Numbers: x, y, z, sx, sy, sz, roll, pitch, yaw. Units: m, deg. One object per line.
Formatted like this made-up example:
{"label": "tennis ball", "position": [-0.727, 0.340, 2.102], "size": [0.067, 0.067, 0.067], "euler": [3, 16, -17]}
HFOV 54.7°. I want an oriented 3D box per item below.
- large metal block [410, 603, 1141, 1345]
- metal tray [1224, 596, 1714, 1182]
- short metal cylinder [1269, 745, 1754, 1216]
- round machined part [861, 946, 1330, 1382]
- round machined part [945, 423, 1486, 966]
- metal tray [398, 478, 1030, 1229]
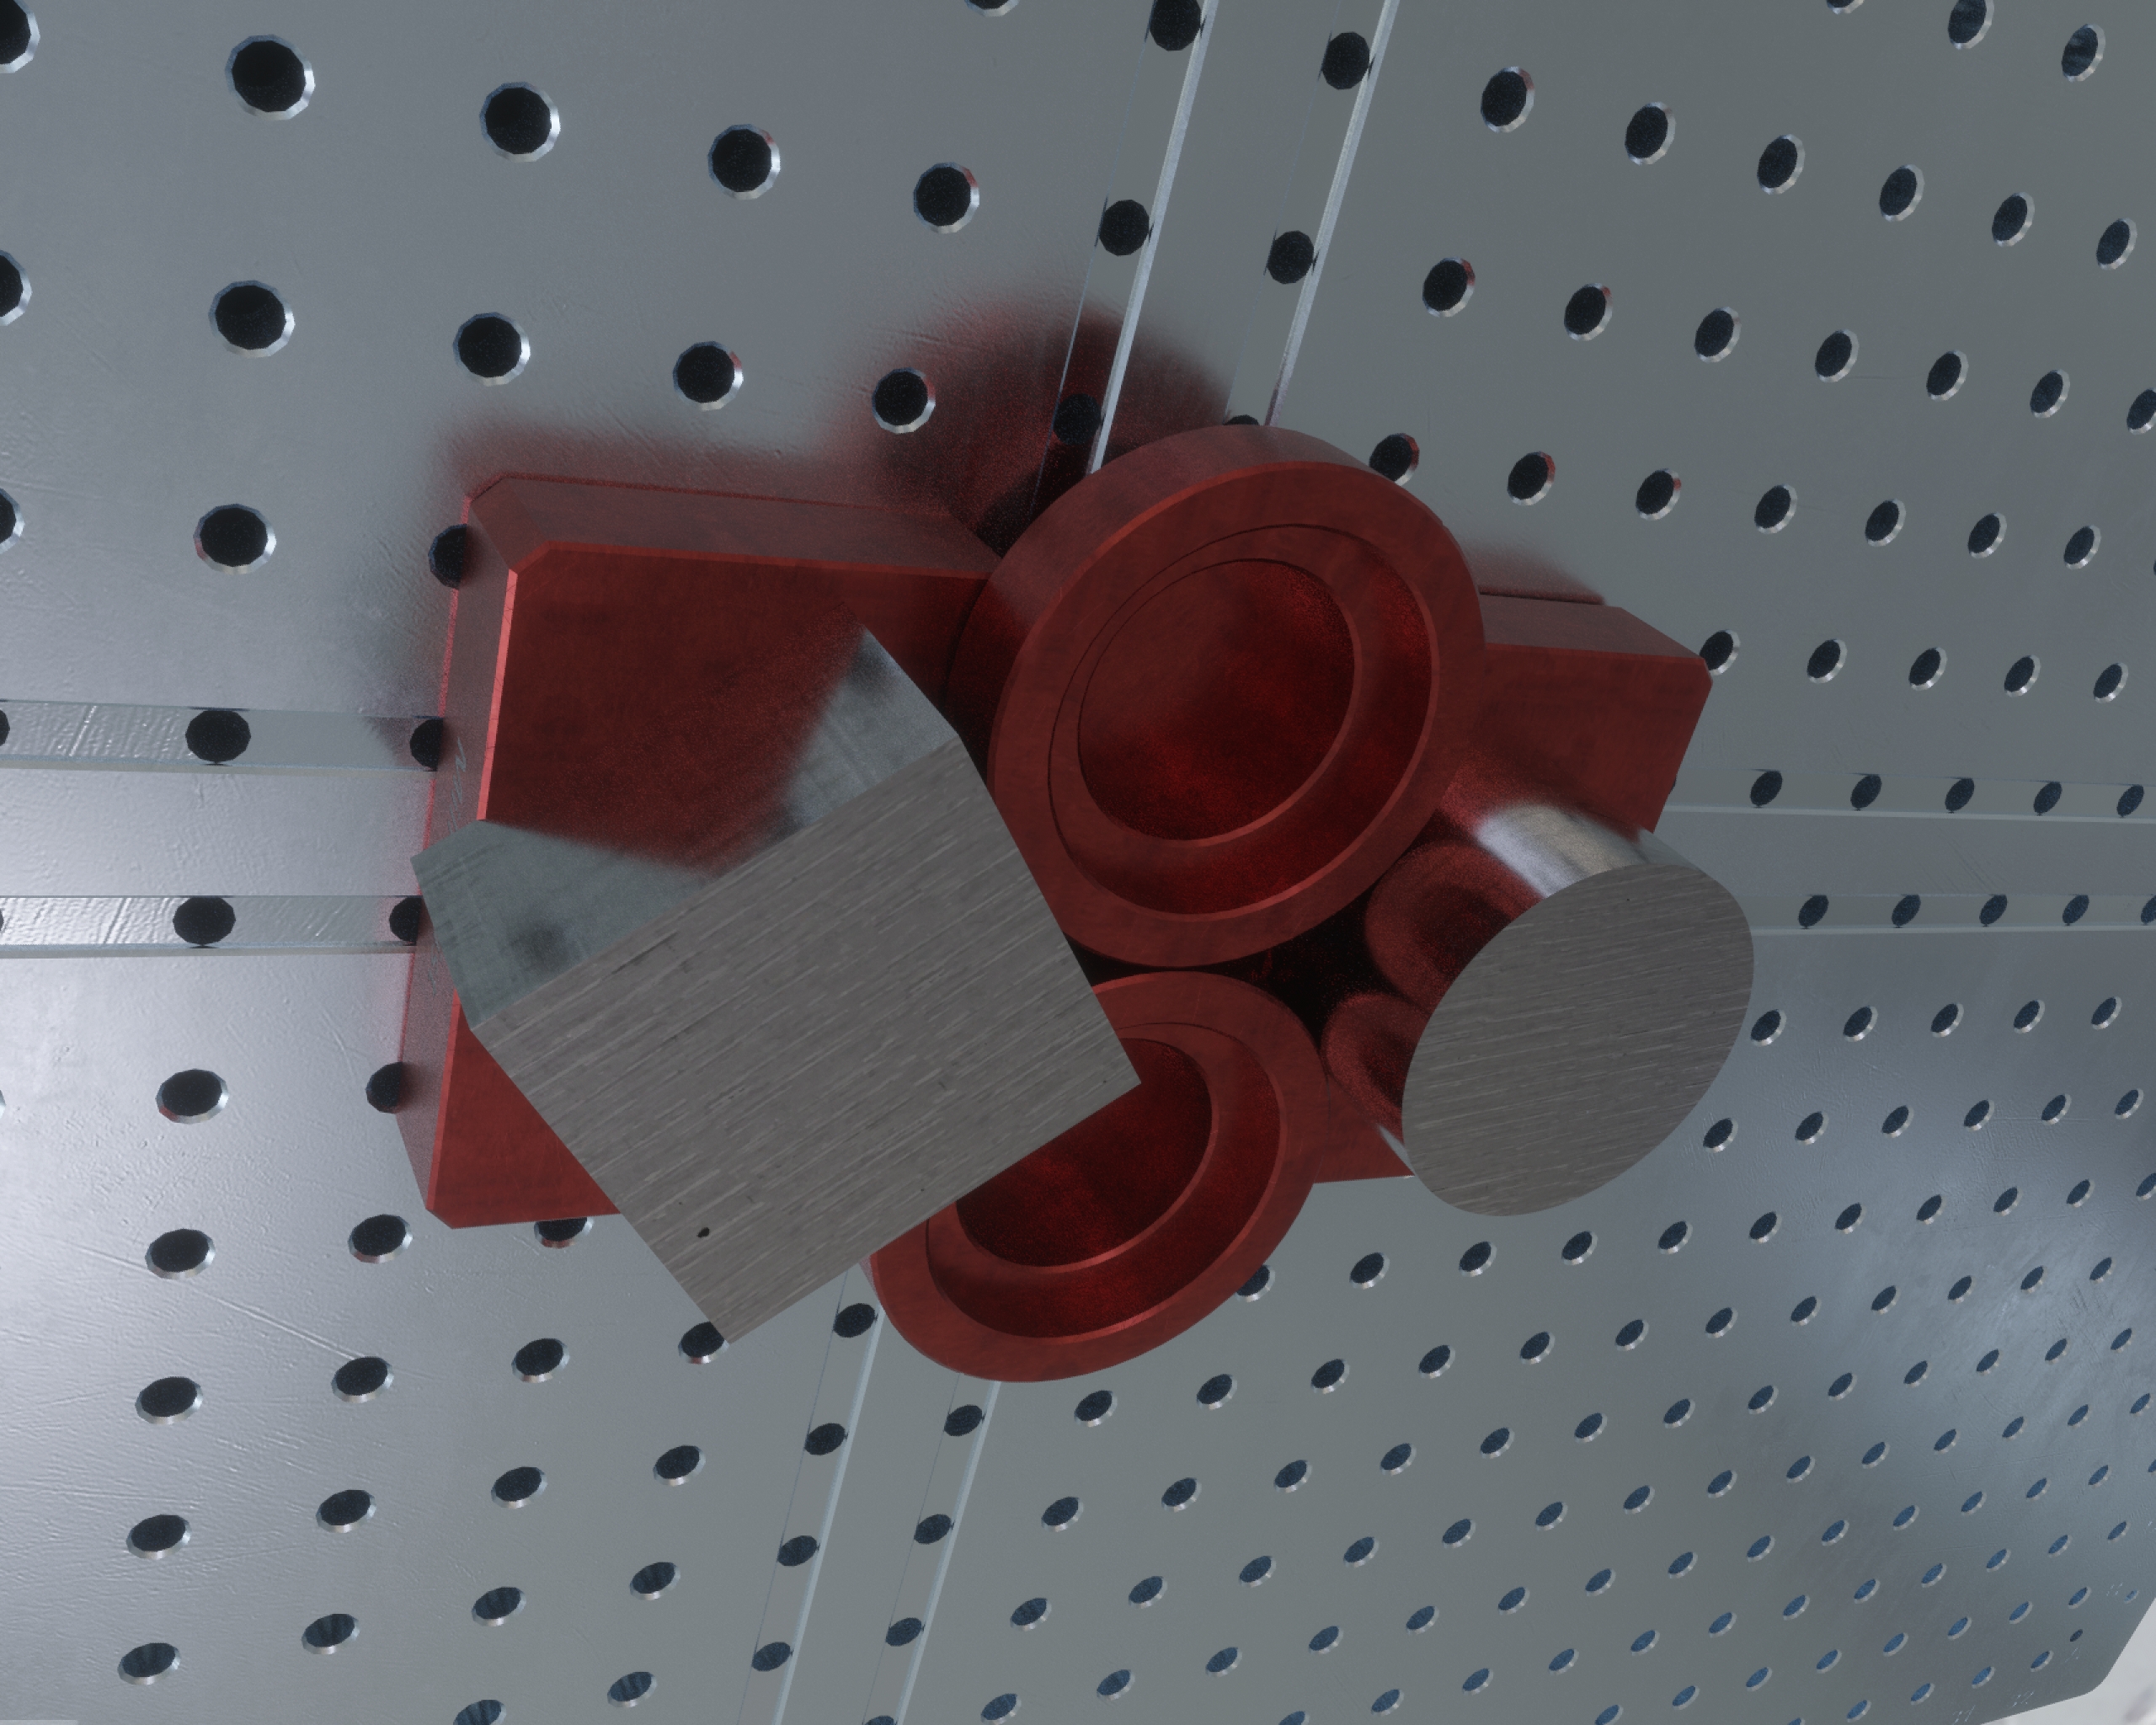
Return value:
{"label": "large metal block", "position": [-0.048, 0.018, 0.341], "size": [0.080, 0.050, 0.080], "euler": [-32, 129, -7]}
{"label": "metal tray", "position": [0.073, 0.008, 0.450], "size": [0.091, 0.030, 0.129], "euler": [1, 118, -29]}
{"label": "short metal cylinder", "position": [0.086, 0.023, 0.416], "size": [0.081, 0.050, 0.079], "euler": [-14, 124, -21]}
{"label": "round machined part", "position": [-0.002, 0.053, 0.420], "size": [0.099, 0.042, 0.097], "euler": [-14, 124, -21]}
{"label": "round machined part", "position": [0.021, -0.033, 0.379], "size": [0.099, 0.042, 0.097], "euler": [-14, 124, -21]}
{"label": "metal tray", "position": [-0.066, 0.001, 0.372], "size": [0.091, 0.030, 0.129], "euler": [0, 119, -30]}
